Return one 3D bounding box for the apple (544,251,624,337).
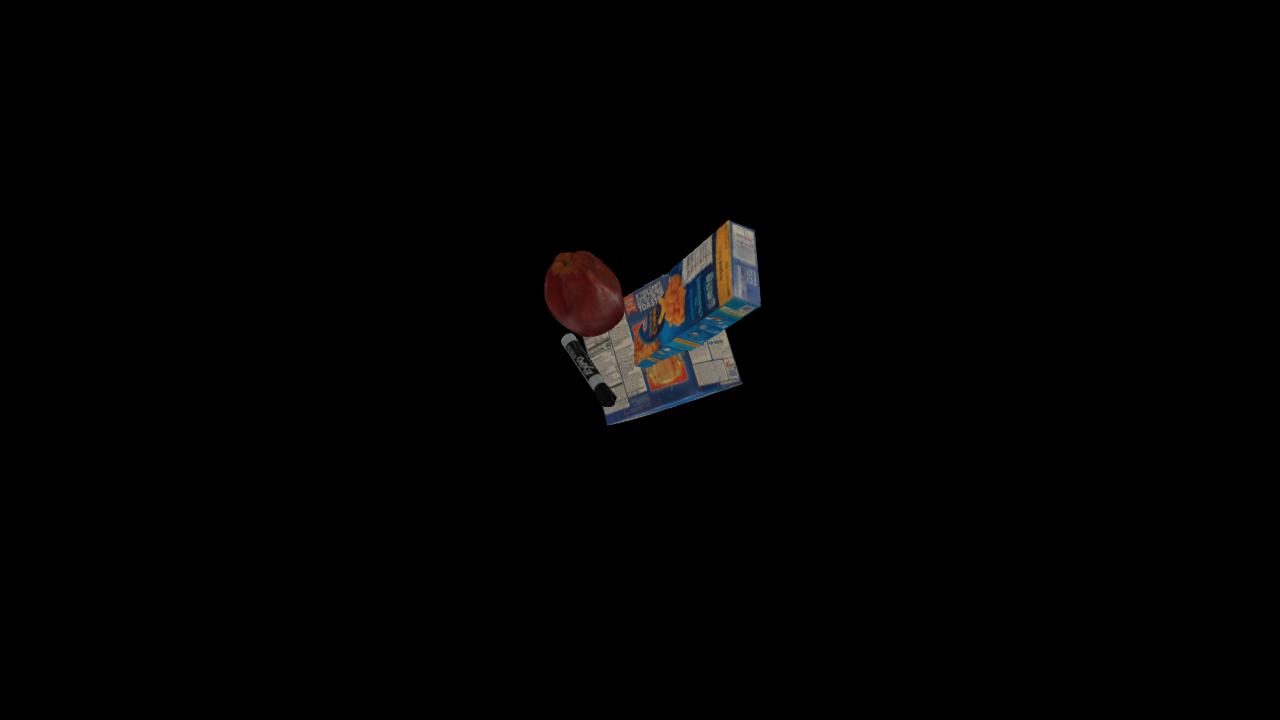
[{"bbox_3d":[-0.058,-0.067,0.635,0.079,0.079,0.093,0,-35,25],"label":"apple"}]

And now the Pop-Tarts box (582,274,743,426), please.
[{"bbox_3d":[0.020,-0.010,0.754,0.083,0.141,0.167,-9,-10,-44],"label":"Pop-Tarts box"}]

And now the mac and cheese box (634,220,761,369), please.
[{"bbox_3d":[0.055,-0.062,0.663,0.041,0.093,0.184,14,-29,-27],"label":"mac and cheese box"}]

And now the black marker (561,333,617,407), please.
[{"bbox_3d":[-0.059,0.012,0.704,0.020,0.020,0.121,0,37,-36],"label":"black marker"}]
